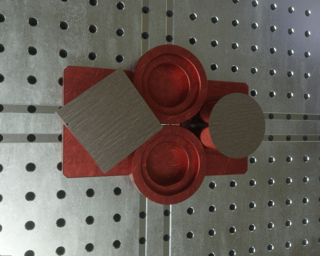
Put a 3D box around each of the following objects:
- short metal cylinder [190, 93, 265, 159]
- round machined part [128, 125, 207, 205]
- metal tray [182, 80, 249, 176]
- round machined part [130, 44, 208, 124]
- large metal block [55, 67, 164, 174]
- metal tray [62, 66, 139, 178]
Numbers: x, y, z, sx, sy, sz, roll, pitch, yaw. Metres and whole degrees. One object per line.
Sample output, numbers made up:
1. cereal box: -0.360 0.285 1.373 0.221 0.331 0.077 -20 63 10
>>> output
1. short metal cylinder: 0.086 -0.003 0.398 0.081 0.050 0.079 0 90 -20
2. round machined part: 0.006 0.045 0.396 0.099 0.042 0.097 0 90 -20
3. metal tray: 0.078 0.000 0.436 0.091 0.030 0.129 1 90 -20
4. round machined part: 0.008 -0.053 0.397 0.099 0.042 0.097 0 90 -20
5. large metal block: -0.057 -0.009 0.346 0.080 0.050 0.080 -38 103 -16
6. metal tray: -0.073 -0.007 0.383 0.091 0.030 0.129 1 90 -21
